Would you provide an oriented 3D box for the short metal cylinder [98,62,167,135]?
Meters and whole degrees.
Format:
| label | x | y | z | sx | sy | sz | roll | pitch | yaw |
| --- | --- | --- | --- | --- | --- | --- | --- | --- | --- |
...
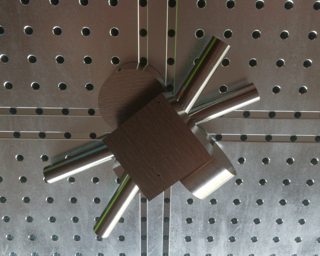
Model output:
| label | x | y | z | sx | sy | sz | roll | pitch | yaw |
| --- | --- | --- | --- | --- | --- | --- | --- | --- | --- |
| short metal cylinder | -0.032 | -0.037 | 0.382 | 0.081 | 0.050 | 0.079 | 0 | 110 | 0 |

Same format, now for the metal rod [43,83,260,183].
| label | x | y | z | sx | sy | sz | roll | pitch | yaw |
| --- | --- | --- | --- | --- | --- | --- | --- | --- | --- |
| metal rod | -0.017 | 0.010 | 0.413 | 0.301 | 0.025 | 0.025 | -22 | 109 | 7 |

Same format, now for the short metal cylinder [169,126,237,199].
| label | x | y | z | sx | sy | sz | roll | pitch | yaw |
| --- | --- | --- | --- | --- | --- | --- | --- | --- | --- |
| short metal cylinder | 0.052 | 0.043 | 0.397 | 0.050 | 0.080 | 0.080 | -41 | 105 | 14 |

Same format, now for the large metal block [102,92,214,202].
| label | x | y | z | sx | sy | sz | roll | pitch | yaw |
| --- | --- | --- | --- | --- | --- | --- | --- | --- | --- |
| large metal block | 0.000 | 0.018 | 0.335 | 0.080 | 0.050 | 0.080 | -38 | 89 | 13 |

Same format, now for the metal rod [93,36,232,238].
| label | x | y | z | sx | sy | sz | roll | pitch | yaw |
| --- | --- | --- | --- | --- | --- | --- | --- | --- | --- |
| metal rod | -0.006 | 0.023 | 0.392 | 0.025 | 0.025 | 0.298 | 29 | 107 | -10 |

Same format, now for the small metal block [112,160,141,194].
| label | x | y | z | sx | sy | sz | roll | pitch | yaw |
| --- | --- | --- | --- | --- | --- | --- | --- | --- | --- |
| small metal block | -0.030 | 0.060 | 0.431 | 0.050 | 0.025 | 0.050 | -27 | 108 | 9 |
